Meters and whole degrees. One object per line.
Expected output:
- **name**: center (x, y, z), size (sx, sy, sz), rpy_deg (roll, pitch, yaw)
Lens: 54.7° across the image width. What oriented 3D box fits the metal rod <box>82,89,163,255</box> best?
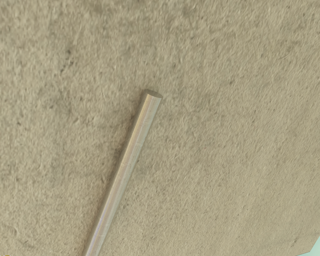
- **metal rod**: center (-0.061, 0.087, 0.428), size (0.025, 0.025, 0.298), rpy_deg (9, 114, -33)
